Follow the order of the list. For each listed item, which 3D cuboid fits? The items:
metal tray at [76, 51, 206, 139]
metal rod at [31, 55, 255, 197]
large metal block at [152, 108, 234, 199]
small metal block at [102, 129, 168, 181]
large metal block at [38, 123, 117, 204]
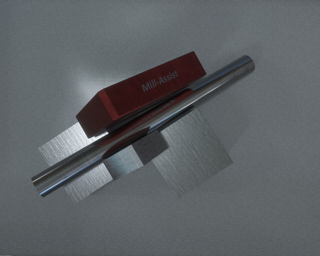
[{"bbox_3d":[-0.021,-0.037,0.350,0.131,0.090,0.030,-30,92,-32],"label":"metal tray"},{"bbox_3d":[-0.007,-0.011,0.373,0.302,0.025,0.025,-31,90,-16],"label":"metal rod"},{"bbox_3d":[0.033,0.031,0.398,0.080,0.050,0.080,-34,90,0],"label":"large metal block"},{"bbox_3d":[-0.027,0.030,0.349,0.050,0.050,0.025,-30,90,36],"label":"small metal block"},{"bbox_3d":[-0.090,0.036,0.394,0.080,0.050,0.080,-34,90,0],"label":"large metal block"}]
